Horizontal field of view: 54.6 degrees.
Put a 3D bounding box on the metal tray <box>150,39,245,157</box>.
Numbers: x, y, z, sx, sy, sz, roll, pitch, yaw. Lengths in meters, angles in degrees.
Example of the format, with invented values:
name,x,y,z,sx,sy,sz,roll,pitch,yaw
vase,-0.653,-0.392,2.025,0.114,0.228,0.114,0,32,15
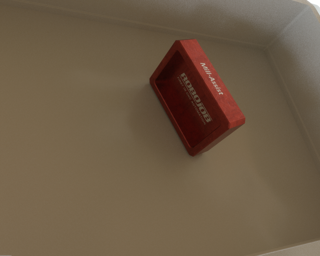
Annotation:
name,x,y,z,sx,sy,sz,roll,pitch,yaw
metal tray,0.043,-0.039,0.406,0.030,0.090,0.130,-17,71,-36
